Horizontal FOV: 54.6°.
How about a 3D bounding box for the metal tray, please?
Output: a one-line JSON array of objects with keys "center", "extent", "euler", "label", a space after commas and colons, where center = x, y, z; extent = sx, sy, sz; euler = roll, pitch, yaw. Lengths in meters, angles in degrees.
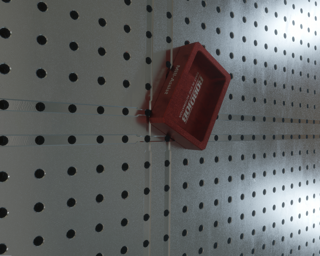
[{"center": [0.047, -0.044, 0.443], "extent": [0.090, 0.030, 0.130], "euler": [36, 68, -34], "label": "metal tray"}]
